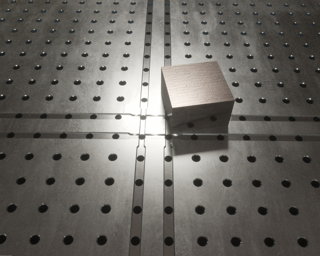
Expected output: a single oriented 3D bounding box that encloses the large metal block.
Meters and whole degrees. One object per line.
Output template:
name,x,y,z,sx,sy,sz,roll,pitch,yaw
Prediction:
large metal block,0.048,-0.044,0.429,0.081,0.050,0.080,-7,51,-7
